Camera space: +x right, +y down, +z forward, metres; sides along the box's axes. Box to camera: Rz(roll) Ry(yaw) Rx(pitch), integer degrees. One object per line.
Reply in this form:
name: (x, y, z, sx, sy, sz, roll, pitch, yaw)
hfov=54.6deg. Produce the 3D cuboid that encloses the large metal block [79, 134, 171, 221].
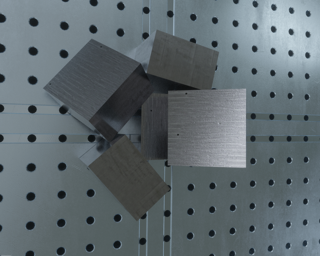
large metal block: (-0.045, 0.053, 0.365, 0.050, 0.080, 0.080, -42, 104, -16)

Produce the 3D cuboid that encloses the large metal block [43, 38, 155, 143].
large metal block: (-0.068, -0.044, 0.351, 0.080, 0.080, 0.050, -51, 150, -13)

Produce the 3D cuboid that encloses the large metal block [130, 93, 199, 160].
large metal block: (0.007, -0.002, 0.402, 0.081, 0.050, 0.080, 1, 90, -20)

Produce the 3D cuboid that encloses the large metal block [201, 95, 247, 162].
large metal block: (0.086, 0.000, 0.406, 0.050, 0.080, 0.080, 0, 90, 18)

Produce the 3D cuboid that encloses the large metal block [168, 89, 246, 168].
large metal block: (0.054, 0.000, 0.345, 0.080, 0.050, 0.080, 0, 89, 14)

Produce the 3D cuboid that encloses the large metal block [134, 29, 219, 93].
large metal block: (0.014, -0.075, 0.389, 0.081, 0.080, 0.050, 14, 85, -19)
